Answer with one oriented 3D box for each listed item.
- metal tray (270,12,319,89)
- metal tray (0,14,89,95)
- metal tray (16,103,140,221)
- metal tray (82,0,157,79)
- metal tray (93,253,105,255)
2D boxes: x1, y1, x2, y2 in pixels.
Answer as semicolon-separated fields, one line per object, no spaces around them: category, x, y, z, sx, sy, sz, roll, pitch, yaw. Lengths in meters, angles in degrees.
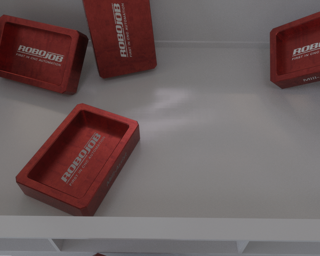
metal tray;0.220;-0.112;0.427;0.130;0.030;0.090;-10;69;45
metal tray;-0.179;-0.107;0.455;0.130;0.030;0.089;15;95;12
metal tray;-0.092;0.034;0.372;0.090;0.030;0.130;18;52;15
metal tray;-0.058;-0.146;0.457;0.091;0.129;0.030;-14;31;-11
metal tray;-0.025;0.164;0.212;0.090;0.030;0.129;14;96;11
